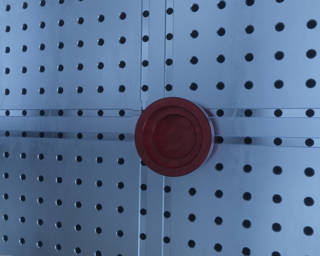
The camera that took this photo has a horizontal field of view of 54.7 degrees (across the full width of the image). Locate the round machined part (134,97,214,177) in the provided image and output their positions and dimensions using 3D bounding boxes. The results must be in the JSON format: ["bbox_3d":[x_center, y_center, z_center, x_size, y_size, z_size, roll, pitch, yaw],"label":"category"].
[{"bbox_3d":[0.021,0.011,0.396,0.098,0.042,0.097,0,90,19],"label":"round machined part"}]
